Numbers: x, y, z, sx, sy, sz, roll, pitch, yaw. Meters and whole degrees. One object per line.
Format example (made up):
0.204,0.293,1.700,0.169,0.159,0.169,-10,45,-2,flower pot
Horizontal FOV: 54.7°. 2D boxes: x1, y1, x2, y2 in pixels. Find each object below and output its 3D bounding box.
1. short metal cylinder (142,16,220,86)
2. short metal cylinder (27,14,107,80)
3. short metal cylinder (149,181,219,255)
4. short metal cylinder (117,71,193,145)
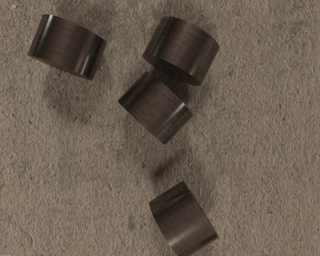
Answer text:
0.026,-0.093,0.383,0.080,0.080,0.050,27,90,-1,short metal cylinder
-0.113,-0.097,0.381,0.080,0.080,0.050,21,90,-1,short metal cylinder
0.029,0.112,0.383,0.050,0.080,0.080,-32,90,0,short metal cylinder
-0.006,-0.024,0.382,0.080,0.080,0.050,43,90,-1,short metal cylinder
